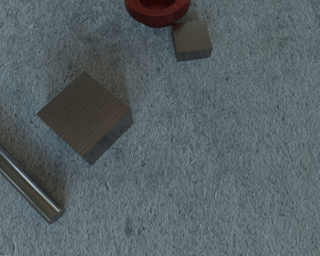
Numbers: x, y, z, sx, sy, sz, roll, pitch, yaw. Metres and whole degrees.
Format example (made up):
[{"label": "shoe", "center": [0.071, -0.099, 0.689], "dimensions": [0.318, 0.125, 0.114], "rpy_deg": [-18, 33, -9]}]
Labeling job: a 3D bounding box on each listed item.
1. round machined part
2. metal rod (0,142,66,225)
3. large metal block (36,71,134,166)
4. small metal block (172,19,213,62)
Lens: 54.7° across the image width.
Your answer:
[{"label": "round machined part", "center": [-0.003, -0.190, 0.465], "dimensions": [0.099, 0.042, 0.098], "rpy_deg": [-1, 65, 2]}, {"label": "metal rod", "center": [-0.234, 0.011, 0.401], "dimensions": [0.300, 0.025, 0.025], "rpy_deg": [40, 75, 13]}, {"label": "large metal block", "center": [-0.093, -0.011, 0.398], "dimensions": [0.080, 0.050, 0.080], "rpy_deg": [40, 74, 13]}, {"label": "small metal block", "center": [0.046, -0.128, 0.456], "dimensions": [0.050, 0.025, 0.050], "rpy_deg": [-8, 70, -4]}]
